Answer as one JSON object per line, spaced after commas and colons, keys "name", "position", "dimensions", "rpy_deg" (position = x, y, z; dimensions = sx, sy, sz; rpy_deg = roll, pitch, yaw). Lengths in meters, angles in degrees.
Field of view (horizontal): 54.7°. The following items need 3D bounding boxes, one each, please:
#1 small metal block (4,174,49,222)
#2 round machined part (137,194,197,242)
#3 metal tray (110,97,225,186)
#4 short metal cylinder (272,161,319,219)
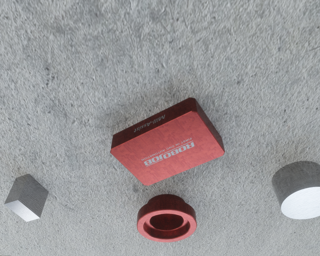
{"name": "small metal block", "position": [-0.205, 0.108, 0.480], "dimensions": [0.025, 0.050, 0.050], "rpy_deg": [-19, 128, 15]}
{"name": "round machined part", "position": [0.011, 0.149, 0.523], "dimensions": [0.099, 0.042, 0.097], "rpy_deg": [-1, 130, 0]}
{"name": "metal tray", "position": [0.010, 0.023, 0.424], "dimensions": [0.130, 0.030, 0.090], "rpy_deg": [-25, 126, 19]}
{"name": "short metal cylinder", "position": [0.220, 0.096, 0.476], "dimensions": [0.081, 0.050, 0.079], "rpy_deg": [0, 130, 0]}
